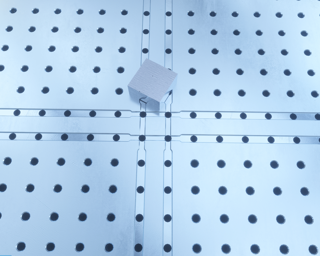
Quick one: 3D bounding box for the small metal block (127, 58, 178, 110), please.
[{"bbox_3d":[-0.010,-0.062,0.434,0.050,0.025,0.050,28,72,9],"label":"small metal block"}]
